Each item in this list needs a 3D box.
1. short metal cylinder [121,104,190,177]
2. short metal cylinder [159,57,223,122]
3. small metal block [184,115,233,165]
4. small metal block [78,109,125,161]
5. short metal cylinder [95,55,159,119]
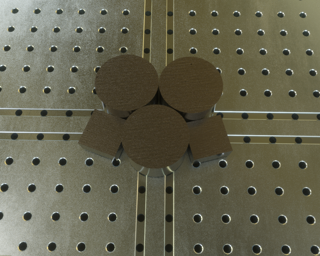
[{"bbox_3d":[-0.005,0.017,0.388,0.081,0.050,0.080,0,70,0],"label":"short metal cylinder"},{"bbox_3d":[0.039,-0.047,0.412,0.081,0.050,0.080,0,70,0],"label":"short metal cylinder"},{"bbox_3d":[0.060,0.015,0.403,0.050,0.025,0.050,-13,71,-5],"label":"small metal block"},{"bbox_3d":[-0.070,0.009,0.404,0.050,0.025,0.050,20,71,7],"label":"small metal block"},{"bbox_3d":[-0.042,-0.050,0.412,0.081,0.050,0.080,0,70,0],"label":"short metal cylinder"}]
